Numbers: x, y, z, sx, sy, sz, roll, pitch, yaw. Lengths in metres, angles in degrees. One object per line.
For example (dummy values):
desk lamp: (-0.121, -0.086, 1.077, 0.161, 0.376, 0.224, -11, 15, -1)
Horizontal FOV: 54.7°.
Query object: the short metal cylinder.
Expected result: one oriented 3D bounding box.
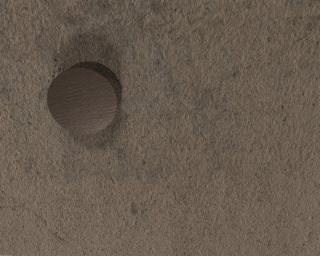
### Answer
short metal cylinder: (-0.090, -0.038, 0.381, 0.081, 0.050, 0.079, 0, 110, -1)
